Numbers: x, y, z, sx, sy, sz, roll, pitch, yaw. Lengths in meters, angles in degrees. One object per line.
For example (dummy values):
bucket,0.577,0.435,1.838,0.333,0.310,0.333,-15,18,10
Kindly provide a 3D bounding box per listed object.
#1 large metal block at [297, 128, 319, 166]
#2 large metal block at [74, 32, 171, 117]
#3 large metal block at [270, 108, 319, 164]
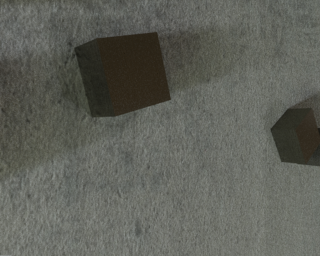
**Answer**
large metal block,0.348,0.040,0.685,0.081,0.050,0.079,0,90,-40
large metal block,-0.041,-0.061,0.356,0.081,0.050,0.079,-20,103,-38
large metal block,0.275,0.015,0.623,0.080,0.050,0.080,-40,115,-33
